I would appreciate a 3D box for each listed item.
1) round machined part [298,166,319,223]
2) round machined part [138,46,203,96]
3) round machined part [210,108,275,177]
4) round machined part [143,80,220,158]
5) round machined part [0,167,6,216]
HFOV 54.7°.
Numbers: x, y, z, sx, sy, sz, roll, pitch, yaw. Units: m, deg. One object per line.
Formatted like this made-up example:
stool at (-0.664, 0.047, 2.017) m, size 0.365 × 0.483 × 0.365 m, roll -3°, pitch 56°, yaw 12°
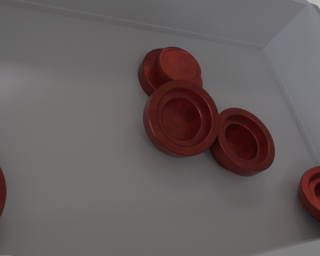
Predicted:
round machined part at (0.251, 0.104, 0.447) m, size 0.099 × 0.042 × 0.098 m, roll -2°, pitch 39°, yaw 2°
round machined part at (0.021, -0.080, 0.455) m, size 0.099 × 0.042 × 0.098 m, roll 14°, pitch 56°, yaw -21°
round machined part at (0.110, 0.023, 0.439) m, size 0.099 × 0.042 × 0.098 m, roll 14°, pitch 56°, yaw -21°
round machined part at (0.024, -0.009, 0.402) m, size 0.099 × 0.042 × 0.098 m, roll 5°, pitch 76°, yaw -22°
round machined part at (-0.182, 0.055, 0.248) m, size 0.098 × 0.042 × 0.098 m, roll 33°, pitch 44°, yaw -39°
